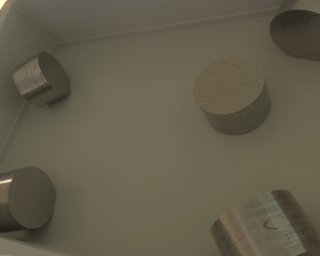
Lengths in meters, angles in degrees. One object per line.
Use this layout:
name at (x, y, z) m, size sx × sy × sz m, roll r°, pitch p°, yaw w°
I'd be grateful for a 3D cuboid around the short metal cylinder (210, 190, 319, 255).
short metal cylinder at (0.091, 0.096, 0.264) m, size 0.080 × 0.080 × 0.050 m, roll -31°, pitch 52°, yaw 9°

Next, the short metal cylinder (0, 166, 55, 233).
short metal cylinder at (-0.187, 0.095, 0.410) m, size 0.050 × 0.080 × 0.080 m, roll -15°, pitch 56°, yaw 20°

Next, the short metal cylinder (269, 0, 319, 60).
short metal cylinder at (0.175, -0.123, 0.354) m, size 0.080 × 0.080 × 0.050 m, roll 21°, pitch 73°, yaw 35°

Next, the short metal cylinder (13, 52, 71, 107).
short metal cylinder at (-0.198, -0.082, 0.525) m, size 0.050 × 0.080 × 0.080 m, roll -25°, pitch 53°, yaw 13°

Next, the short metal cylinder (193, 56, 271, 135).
short metal cylinder at (0.086, -0.038, 0.368) m, size 0.080 × 0.050 × 0.080 m, roll -13°, pitch 56°, yaw 21°
